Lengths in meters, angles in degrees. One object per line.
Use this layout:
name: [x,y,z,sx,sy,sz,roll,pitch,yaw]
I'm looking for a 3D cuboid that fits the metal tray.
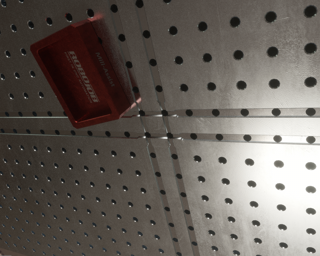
metal tray: [-0.107,-0.067,0.420,0.090,0.030,0.129,-12,113,32]
